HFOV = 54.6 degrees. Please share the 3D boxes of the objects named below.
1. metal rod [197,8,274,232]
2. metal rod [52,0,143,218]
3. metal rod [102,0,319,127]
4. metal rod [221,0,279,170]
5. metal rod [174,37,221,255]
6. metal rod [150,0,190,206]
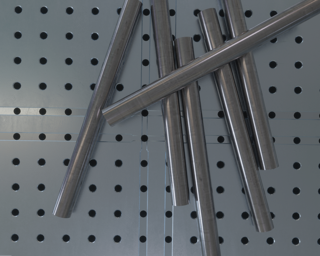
[{"bbox_3d":[0.101,-0.010,0.413,0.025,0.025,0.299,-15,90,0],"label":"metal rod"},{"bbox_3d":[-0.083,-0.027,0.412,0.025,0.025,0.299,19,90,0],"label":"metal rod"},{"bbox_3d":[0.066,-0.084,0.387,0.301,0.025,0.025,-29,90,0],"label":"metal rod"},{"bbox_3d":[0.112,-0.093,0.413,0.025,0.025,0.299,-13,90,0],"label":"metal rod"},{"bbox_3d":[0.050,0.030,0.413,0.025,0.025,0.298,-8,90,0],"label":"metal rod"},{"bbox_3d":[0.012,-0.048,0.413,0.025,0.025,0.298,-6,90,0],"label":"metal rod"}]
